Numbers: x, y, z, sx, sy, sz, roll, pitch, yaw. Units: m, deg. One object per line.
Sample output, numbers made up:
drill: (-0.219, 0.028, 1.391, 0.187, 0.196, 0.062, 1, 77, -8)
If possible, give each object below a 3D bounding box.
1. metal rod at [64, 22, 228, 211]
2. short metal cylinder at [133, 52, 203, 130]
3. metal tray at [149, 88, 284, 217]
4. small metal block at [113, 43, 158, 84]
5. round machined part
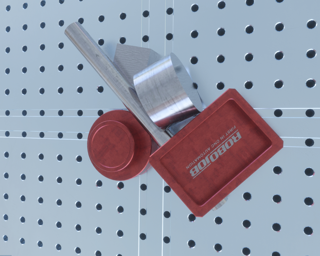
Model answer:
metal rod: (-0.021, -0.018, 0.401, 0.025, 0.025, 0.300, -41, 85, 15)
short metal cylinder: (0.011, -0.044, 0.378, 0.050, 0.080, 0.080, -26, 82, 18)
metal tray: (0.064, 0.028, 0.364, 0.130, 0.030, 0.090, -41, 85, -1)
small metal block: (-0.036, -0.085, 0.425, 0.050, 0.025, 0.050, 14, 95, 19)
round machined part: (-0.058, 0.023, 0.422, 0.098, 0.042, 0.097, 0, 90, 19)
